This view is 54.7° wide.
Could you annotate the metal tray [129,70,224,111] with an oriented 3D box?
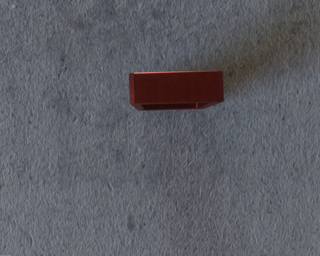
[{"bbox_3d":[0.016,-0.039,0.358,0.091,0.130,0.030,-2,90,0],"label":"metal tray"}]
